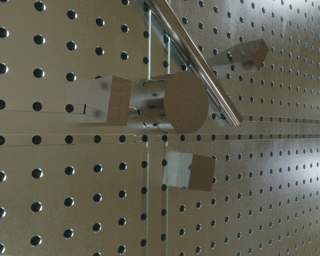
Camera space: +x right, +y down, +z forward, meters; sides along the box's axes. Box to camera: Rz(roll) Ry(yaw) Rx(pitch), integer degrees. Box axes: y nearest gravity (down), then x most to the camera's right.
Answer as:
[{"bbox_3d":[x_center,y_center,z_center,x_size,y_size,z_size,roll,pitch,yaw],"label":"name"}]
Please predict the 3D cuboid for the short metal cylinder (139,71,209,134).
[{"bbox_3d":[0.019,-0.032,0.411,0.081,0.050,0.079,0,90,-40],"label":"short metal cylinder"}]

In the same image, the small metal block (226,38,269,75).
[{"bbox_3d":[0.147,-0.119,0.519,0.025,0.050,0.050,45,63,-31],"label":"small metal block"}]

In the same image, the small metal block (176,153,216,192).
[{"bbox_3d":[0.053,0.065,0.457,0.050,0.025,0.050,15,81,-39],"label":"small metal block"}]

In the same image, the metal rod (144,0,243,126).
[{"bbox_3d":[0.043,-0.112,0.446,0.300,0.025,0.025,49,61,-29],"label":"metal rod"}]

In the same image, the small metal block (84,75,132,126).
[{"bbox_3d":[-0.059,-0.029,0.345,0.025,0.050,0.050,11,83,-40],"label":"small metal block"}]
